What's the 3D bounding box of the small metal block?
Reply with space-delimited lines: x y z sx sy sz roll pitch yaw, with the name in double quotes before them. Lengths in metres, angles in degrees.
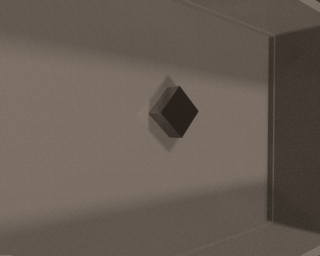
"small metal block" 0.020 -0.022 0.425 0.050 0.025 0.050 49 61 -29
